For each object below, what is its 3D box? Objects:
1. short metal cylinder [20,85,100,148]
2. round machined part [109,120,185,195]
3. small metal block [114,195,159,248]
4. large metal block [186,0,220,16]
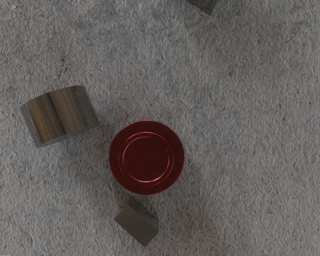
[{"bbox_3d":[-0.121,-0.013,0.381,0.080,0.080,0.050,-22,90,0],"label":"short metal cylinder"},{"bbox_3d":[-0.017,0.038,0.401,0.099,0.042,0.097,0,90,-1],"label":"round machined part"},{"bbox_3d":[-0.029,0.118,0.397,0.050,0.050,0.025,42,90,-1],"label":"small metal block"},{"bbox_3d":[0.057,-0.208,0.398,0.080,0.050,0.080,33,90,-1],"label":"large metal block"}]
